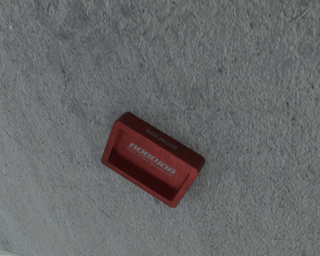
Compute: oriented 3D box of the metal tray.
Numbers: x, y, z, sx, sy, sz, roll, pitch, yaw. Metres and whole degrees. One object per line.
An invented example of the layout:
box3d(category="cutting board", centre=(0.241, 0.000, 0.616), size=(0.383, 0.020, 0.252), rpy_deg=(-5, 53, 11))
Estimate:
box3d(category="metal tray", centre=(-0.013, 0.046, 0.439), size=(0.130, 0.030, 0.089), rpy_deg=(31, 128, 7))
